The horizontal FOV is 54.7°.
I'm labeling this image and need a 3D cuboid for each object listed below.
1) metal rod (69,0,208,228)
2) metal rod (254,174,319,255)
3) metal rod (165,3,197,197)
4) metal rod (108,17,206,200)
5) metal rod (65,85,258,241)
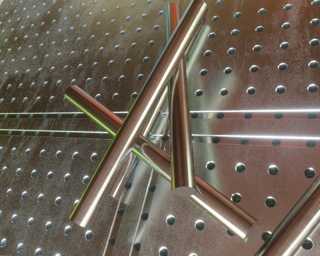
[{"bbox_3d":[-0.019,-0.027,0.366,0.025,0.025,0.300,20,76,35],"label":"metal rod"},{"bbox_3d":[0.162,0.051,0.291,0.300,0.025,0.025,-48,52,-6],"label":"metal rod"},{"bbox_3d":[0.022,-0.059,0.393,0.025,0.025,0.300,-15,53,19],"label":"metal rod"},{"bbox_3d":[-0.002,-0.044,0.434,0.025,0.025,0.300,13,68,33],"label":"metal rod"},{"bbox_3d":[-0.019,0.025,0.374,0.300,0.025,0.025,35,81,29],"label":"metal rod"}]
